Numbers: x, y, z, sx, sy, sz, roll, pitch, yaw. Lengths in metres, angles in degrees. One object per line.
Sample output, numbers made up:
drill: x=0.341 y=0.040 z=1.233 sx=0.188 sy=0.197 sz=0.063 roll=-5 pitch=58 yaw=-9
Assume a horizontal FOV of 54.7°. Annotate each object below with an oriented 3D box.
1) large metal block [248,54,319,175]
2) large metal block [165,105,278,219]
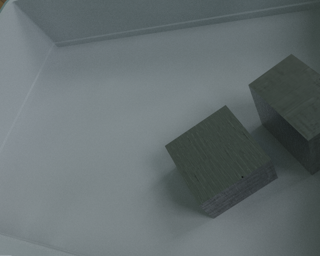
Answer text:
large metal block: x=0.140 y=-0.012 z=0.304 sx=0.050 sy=0.080 sz=0.080 roll=-36 pitch=51 yaw=4
large metal block: x=0.065 y=0.036 z=0.334 sx=0.080 sy=0.050 sz=0.080 roll=-34 pitch=51 yaw=5
